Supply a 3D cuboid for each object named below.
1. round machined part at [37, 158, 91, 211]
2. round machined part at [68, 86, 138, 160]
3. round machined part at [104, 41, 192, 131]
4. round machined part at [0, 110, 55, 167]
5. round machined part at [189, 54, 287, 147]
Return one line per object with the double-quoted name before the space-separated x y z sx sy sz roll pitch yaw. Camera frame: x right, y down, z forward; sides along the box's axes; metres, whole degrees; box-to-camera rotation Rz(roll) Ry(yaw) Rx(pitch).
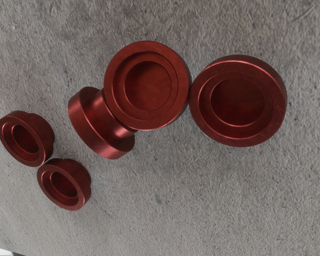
"round machined part" -0.160 0.092 0.537 0.098 0.042 0.097 13 124 21
"round machined part" -0.063 -0.013 0.389 0.042 0.098 0.098 -35 100 19
"round machined part" -0.011 -0.047 0.356 0.098 0.042 0.097 1 95 17
"round machined part" -0.218 0.014 0.519 0.098 0.042 0.097 13 124 21
"round machined part" 0.084 -0.031 0.332 0.098 0.042 0.097 13 124 21
